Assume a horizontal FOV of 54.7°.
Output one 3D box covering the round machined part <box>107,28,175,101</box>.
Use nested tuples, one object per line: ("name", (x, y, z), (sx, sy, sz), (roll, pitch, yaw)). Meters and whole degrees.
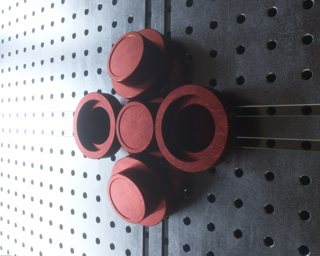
("round machined part", (-0.032, -0.087, 0.408), (0.098, 0.042, 0.098), (-15, 66, 37))

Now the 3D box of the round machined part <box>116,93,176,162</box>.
("round machined part", (-0.020, -0.001, 0.412), (0.098, 0.042, 0.097), (0, 90, 39))

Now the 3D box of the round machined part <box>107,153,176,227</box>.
("round machined part", (-0.031, 0.085, 0.407), (0.098, 0.042, 0.097), (14, 113, 36))

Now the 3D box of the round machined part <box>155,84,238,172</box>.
("round machined part", (0.045, 0.000, 0.359), (0.098, 0.042, 0.097), (0, 90, 39))

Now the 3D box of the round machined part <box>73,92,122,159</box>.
("round machined part", (-0.084, -0.003, 0.464), (0.098, 0.042, 0.097), (0, 90, 39))
